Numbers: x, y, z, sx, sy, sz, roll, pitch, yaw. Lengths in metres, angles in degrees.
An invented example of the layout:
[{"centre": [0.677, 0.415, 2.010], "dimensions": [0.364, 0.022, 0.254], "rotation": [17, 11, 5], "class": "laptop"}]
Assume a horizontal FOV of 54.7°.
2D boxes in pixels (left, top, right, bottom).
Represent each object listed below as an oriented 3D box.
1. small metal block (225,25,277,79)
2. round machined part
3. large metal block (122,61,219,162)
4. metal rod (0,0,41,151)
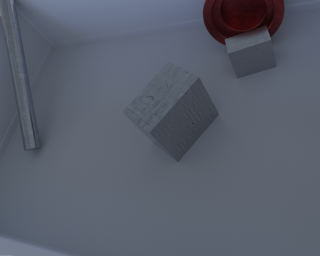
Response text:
[{"centre": [0.114, -0.093, 0.387], "dimensions": [0.050, 0.050, 0.025], "rotation": [-15, 56, 19], "class": "small metal block"}, {"centre": [0.108, -0.156, 0.400], "dimensions": [0.098, 0.098, 0.042], "rotation": [-5, 45, 25], "class": "round machined part"}, {"centre": [0.016, -0.018, 0.372], "dimensions": [0.080, 0.080, 0.050], "rotation": [-49, 52, -6], "class": "large metal block"}, {"centre": [-0.235, -0.110, 0.511], "dimensions": [0.025, 0.025, 0.298], "rotation": [-16, 82, 19], "class": "metal rod"}]
